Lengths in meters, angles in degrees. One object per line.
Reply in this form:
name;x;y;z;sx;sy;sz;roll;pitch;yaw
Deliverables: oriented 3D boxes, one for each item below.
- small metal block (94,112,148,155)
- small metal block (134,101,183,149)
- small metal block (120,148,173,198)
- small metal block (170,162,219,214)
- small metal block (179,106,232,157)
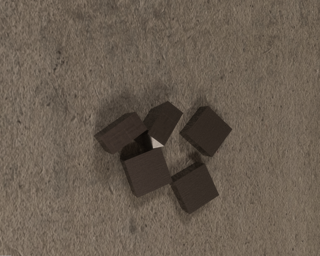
small metal block;-0.049;0.006;0.378;0.050;0.050;0.025;-37;102;-16
small metal block;-0.004;-0.002;0.391;0.025;0.050;0.050;38;67;-16
small metal block;-0.018;0.055;0.403;0.050;0.025;0.050;-21;98;-19
small metal block;0.046;0.082;0.428;0.050;0.025;0.050;-28;100;-18
small metal block;0.064;0.005;0.434;0.050;0.025;0.050;42;77;-16
